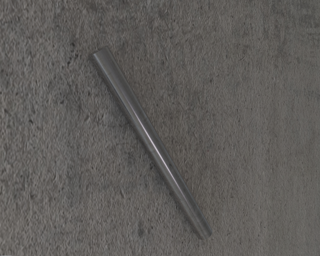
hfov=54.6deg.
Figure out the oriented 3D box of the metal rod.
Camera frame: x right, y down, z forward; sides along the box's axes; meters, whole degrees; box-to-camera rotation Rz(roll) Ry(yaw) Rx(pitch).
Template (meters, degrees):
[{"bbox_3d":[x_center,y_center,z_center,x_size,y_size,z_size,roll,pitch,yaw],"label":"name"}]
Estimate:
[{"bbox_3d":[-0.001,0.035,0.402,0.025,0.025,0.299,-44,116,-31],"label":"metal rod"}]
